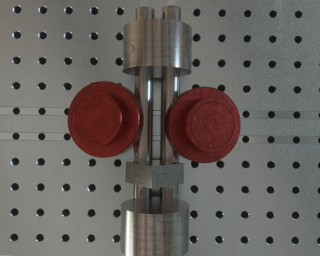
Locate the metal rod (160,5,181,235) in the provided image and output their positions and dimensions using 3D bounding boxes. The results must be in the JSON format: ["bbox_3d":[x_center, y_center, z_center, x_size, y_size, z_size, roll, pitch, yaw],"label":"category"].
[{"bbox_3d":[0.013,-0.009,0.412,0.025,0.025,0.298,1,90,0],"label":"metal rod"}]

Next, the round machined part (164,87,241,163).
[{"bbox_3d":[0.059,-0.004,0.392,0.099,0.042,0.097,0,90,-15],"label":"round machined part"}]

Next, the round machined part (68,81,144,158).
[{"bbox_3d":[-0.073,-0.011,0.392,0.098,0.042,0.097,0,90,14],"label":"round machined part"}]

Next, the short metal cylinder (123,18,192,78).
[{"bbox_3d":[-0.003,-0.090,0.363,0.081,0.080,0.050,1,90,0],"label":"short metal cylinder"}]

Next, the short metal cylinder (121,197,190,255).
[{"bbox_3d":[-0.006,0.115,0.364,0.081,0.080,0.050,1,90,0],"label":"short metal cylinder"}]

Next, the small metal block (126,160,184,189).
[{"bbox_3d":[-0.006,0.055,0.377,0.050,0.050,0.025,1,90,-42],"label":"small metal block"}]

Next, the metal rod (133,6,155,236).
[{"bbox_3d":[-0.022,-0.008,0.412,0.025,0.025,0.298,1,90,0],"label":"metal rod"}]
